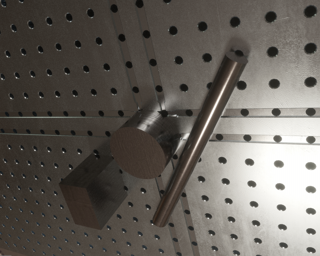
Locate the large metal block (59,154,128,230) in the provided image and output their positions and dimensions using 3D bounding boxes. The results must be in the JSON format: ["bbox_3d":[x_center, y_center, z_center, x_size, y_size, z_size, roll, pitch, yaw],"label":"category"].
[{"bbox_3d":[-0.101,0.098,0.487,0.050,0.080,0.079,3,120,26],"label":"large metal block"}]

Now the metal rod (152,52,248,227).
[{"bbox_3d":[0.040,0.038,0.412,0.025,0.025,0.298,28,128,10],"label":"metal rod"}]

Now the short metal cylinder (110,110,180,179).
[{"bbox_3d":[-0.019,0.022,0.417,0.080,0.050,0.079,13,124,20],"label":"short metal cylinder"}]
